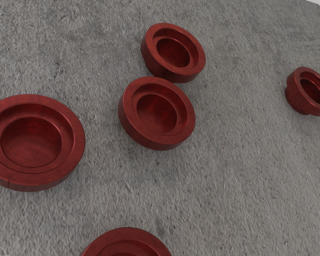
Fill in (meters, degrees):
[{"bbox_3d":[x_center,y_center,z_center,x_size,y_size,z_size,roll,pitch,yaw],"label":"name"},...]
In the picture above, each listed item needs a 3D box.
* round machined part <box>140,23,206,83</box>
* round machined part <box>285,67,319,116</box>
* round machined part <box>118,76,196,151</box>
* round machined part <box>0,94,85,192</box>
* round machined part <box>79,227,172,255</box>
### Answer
[{"bbox_3d":[0.016,-0.107,0.467,0.099,0.042,0.098,14,56,-21],"label":"round machined part"},{"bbox_3d":[0.275,-0.063,0.579,0.099,0.042,0.098,14,56,-21],"label":"round machined part"},{"bbox_3d":[-0.007,-0.015,0.398,0.099,0.042,0.098,14,56,-21],"label":"round machined part"},{"bbox_3d":[-0.129,0.018,0.312,0.099,0.042,0.098,14,56,-21],"label":"round machined part"},{"bbox_3d":[-0.035,0.146,0.285,0.099,0.042,0.098,14,56,-21],"label":"round machined part"}]
